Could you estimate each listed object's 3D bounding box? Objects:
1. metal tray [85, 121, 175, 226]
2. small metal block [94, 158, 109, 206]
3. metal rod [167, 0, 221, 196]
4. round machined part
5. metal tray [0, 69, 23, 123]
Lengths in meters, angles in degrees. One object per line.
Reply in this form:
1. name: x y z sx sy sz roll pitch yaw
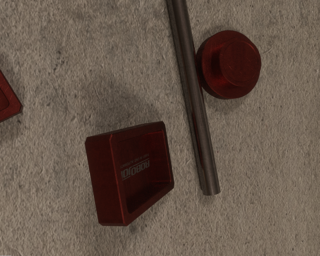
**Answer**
1. metal tray: -0.027 0.044 0.353 0.131 0.030 0.089 -17 98 -65
2. small metal block: -0.063 0.061 0.373 0.025 0.050 0.050 -5 92 -20
3. metal rod: 0.045 -0.055 0.426 0.025 0.025 0.298 -12 94 -20
4. round machined part: 0.103 -0.091 0.439 0.099 0.042 0.097 0 90 -21
5. metal tray: -0.227 -0.028 0.322 0.131 0.030 0.090 -31 101 -18
